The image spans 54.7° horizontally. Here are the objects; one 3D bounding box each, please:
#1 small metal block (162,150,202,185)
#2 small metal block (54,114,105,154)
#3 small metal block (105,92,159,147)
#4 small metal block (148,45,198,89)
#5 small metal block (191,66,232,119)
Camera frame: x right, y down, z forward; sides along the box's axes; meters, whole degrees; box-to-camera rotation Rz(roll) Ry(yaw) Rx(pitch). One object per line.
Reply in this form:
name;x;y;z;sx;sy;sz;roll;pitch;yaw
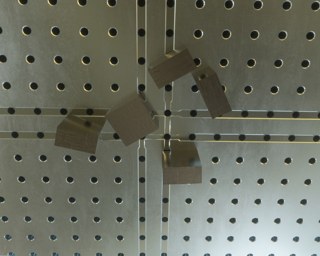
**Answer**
small metal block;0.028;0.052;0.420;0.050;0.050;0.025;-2;110;0
small metal block;-0.102;0.007;0.401;0.050;0.050;0.025;13;110;-5
small metal block;-0.036;-0.011;0.409;0.050;0.025;0.050;-29;108;10
small metal block;0.014;-0.075;0.373;0.050;0.050;0.025;-28;108;9
small metal block;0.063;-0.045;0.384;0.025;0.050;0.050;-24;109;8
